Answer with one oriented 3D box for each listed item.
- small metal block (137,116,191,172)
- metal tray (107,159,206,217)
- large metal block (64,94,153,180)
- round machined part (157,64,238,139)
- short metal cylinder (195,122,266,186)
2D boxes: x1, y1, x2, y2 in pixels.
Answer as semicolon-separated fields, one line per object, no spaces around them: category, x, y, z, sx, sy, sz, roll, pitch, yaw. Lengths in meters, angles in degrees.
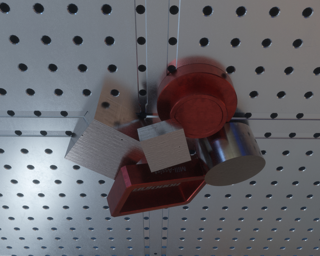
small metal block;0.006;0.020;0.368;0.050;0.025;0.050;-17;126;0
metal tray;-0.001;0.085;0.443;0.131;0.030;0.089;-2;142;-28
large metal block;-0.066;0.016;0.408;0.080;0.050;0.080;29;124;-22
round machined part;0.046;-0.025;0.379;0.099;0.042;0.097;0;130;0
short metal cylinder;0.092;0.036;0.412;0.081;0.050;0.080;-9;145;-6
